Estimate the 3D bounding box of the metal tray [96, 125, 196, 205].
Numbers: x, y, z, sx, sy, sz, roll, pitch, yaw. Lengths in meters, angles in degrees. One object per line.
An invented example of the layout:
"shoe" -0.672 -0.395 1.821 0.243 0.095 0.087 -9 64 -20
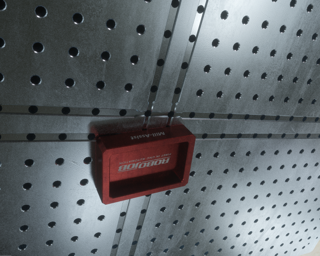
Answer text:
"metal tray" -0.019 0.049 0.426 0.131 0.030 0.089 -8 122 -24
